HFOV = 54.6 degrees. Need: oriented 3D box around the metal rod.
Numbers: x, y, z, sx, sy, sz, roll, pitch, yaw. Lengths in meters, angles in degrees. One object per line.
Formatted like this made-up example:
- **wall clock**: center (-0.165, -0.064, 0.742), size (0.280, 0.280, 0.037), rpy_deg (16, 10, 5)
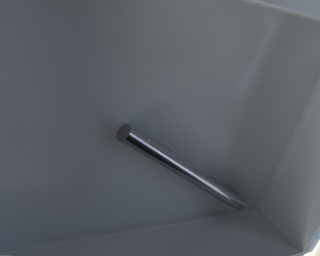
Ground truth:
- **metal rod**: center (0.051, 0.073, 0.480), size (0.025, 0.025, 0.301), rpy_deg (-50, 129, 7)
